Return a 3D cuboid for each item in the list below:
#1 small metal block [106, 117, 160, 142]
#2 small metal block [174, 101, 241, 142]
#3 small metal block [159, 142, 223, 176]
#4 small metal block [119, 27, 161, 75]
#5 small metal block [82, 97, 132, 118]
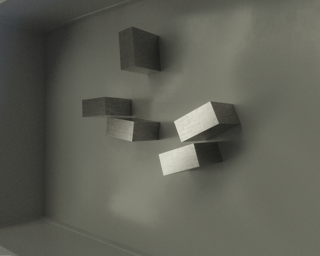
[{"bbox_3d":[-0.036,0.001,0.419,0.050,0.050,0.025,10,97,39],"label":"small metal block"},{"bbox_3d":[0.053,-0.006,0.345,0.050,0.050,0.025,-30,72,36],"label":"small metal block"},{"bbox_3d":[0.036,0.035,0.359,0.050,0.050,0.025,-21,77,38],"label":"small metal block"},{"bbox_3d":[-0.026,-0.100,0.410,0.025,0.050,0.050,-6,86,39],"label":"small metal block"},{"bbox_3d":[-0.077,-0.029,0.452,0.050,0.050,0.025,-2,89,39],"label":"small metal block"}]
